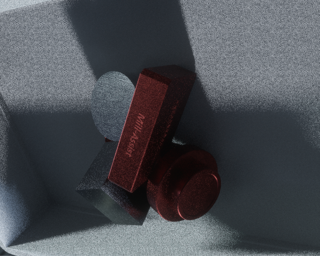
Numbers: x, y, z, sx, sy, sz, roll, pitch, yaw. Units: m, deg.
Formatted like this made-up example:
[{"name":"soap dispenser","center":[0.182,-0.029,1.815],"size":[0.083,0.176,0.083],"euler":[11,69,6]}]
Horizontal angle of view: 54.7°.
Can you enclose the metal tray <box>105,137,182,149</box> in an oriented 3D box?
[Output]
[{"name":"metal tray","center":[-0.014,0.057,0.443],"size":[0.130,0.030,0.089],"euler":[16,125,18]}]

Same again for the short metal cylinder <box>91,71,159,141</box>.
[{"name":"short metal cylinder","center":[-0.037,-0.027,0.373],"size":[0.080,0.050,0.079],"euler":[5,99,38]}]

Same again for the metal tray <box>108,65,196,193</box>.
[{"name":"metal tray","center":[-0.007,-0.003,0.345],"size":[0.030,0.090,0.129],"euler":[26,112,16]}]

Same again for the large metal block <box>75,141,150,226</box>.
[{"name":"large metal block","center":[-0.049,0.071,0.410],"size":[0.050,0.080,0.080],"euler":[-13,128,39]}]

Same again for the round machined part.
[{"name":"round machined part","center":[0.036,0.073,0.380],"size":[0.042,0.099,0.097],"euler":[29,136,49]}]
